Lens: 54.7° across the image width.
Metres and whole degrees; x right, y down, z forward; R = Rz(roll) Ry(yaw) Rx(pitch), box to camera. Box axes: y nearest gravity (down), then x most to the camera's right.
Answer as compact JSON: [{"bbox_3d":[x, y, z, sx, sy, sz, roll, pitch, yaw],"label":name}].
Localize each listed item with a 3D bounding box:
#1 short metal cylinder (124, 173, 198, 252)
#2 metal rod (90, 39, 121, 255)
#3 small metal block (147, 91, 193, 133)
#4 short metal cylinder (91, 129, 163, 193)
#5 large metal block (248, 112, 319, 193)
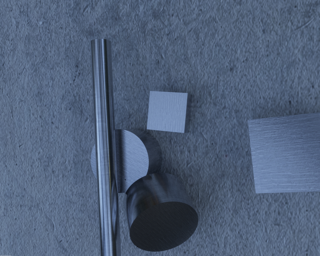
[{"bbox_3d":[0.000,0.101,0.373,0.081,0.050,0.079,-7,122,-12],"label":"short metal cylinder"},{"bbox_3d":[-0.065,0.043,0.377,0.025,0.025,0.298,-3,89,19],"label":"metal rod"},{"bbox_3d":[0.013,-0.021,0.404,0.050,0.025,0.050,6,92,19],"label":"small metal block"},{"bbox_3d":[-0.043,0.041,0.410,0.080,0.050,0.079,0,90,19],"label":"short metal cylinder"},{"bbox_3d":[0.145,0.027,0.345,0.080,0.050,0.080,-6,88,19],"label":"large metal block"}]
